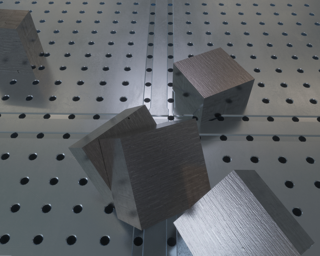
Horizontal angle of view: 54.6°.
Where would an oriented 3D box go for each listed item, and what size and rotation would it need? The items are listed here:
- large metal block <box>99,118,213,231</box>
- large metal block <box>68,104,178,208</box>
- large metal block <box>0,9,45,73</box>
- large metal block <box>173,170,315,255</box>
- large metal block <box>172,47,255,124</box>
[{"bbox_3d":[-0.004,0.039,0.299,0.081,0.050,0.080,-15,95,-31],"label":"large metal block"},{"bbox_3d":[-0.037,0.032,0.337,0.080,0.080,0.050,-37,15,-27],"label":"large metal block"},{"bbox_3d":[-0.240,-0.136,0.486,0.080,0.080,0.050,5,50,4],"label":"large metal block"},{"bbox_3d":[0.073,0.094,0.281,0.050,0.080,0.080,11,38,-53],"label":"large metal block"},{"bbox_3d":[0.073,-0.063,0.445,0.081,0.050,0.080,-22,53,-17],"label":"large metal block"}]
